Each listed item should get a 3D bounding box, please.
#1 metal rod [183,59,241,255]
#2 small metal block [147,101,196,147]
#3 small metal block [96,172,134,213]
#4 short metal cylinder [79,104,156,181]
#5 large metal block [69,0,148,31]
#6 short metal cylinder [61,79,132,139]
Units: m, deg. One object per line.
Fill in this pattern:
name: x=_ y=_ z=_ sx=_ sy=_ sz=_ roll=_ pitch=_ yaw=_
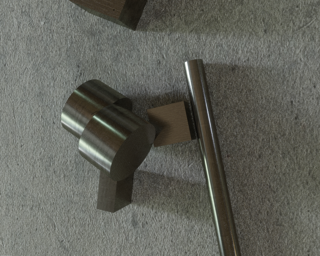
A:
metal rod: x=0.069 y=0.063 z=0.384 sx=0.025 sy=0.025 sz=0.298 roll=-12 pitch=86 yaw=19
small metal block: x=0.015 y=-0.005 z=0.404 sx=0.050 sy=0.025 sz=0.050 roll=-12 pitch=86 yaw=19
small metal block: x=-0.059 y=0.081 z=0.416 sx=0.025 sy=0.050 sz=0.050 roll=7 pitch=93 yaw=20
short metal cylinder: x=-0.050 y=0.017 z=0.377 sx=0.050 sy=0.080 sz=0.080 roll=32 pitch=101 yaw=22
large metal block: x=-0.062 y=-0.189 z=0.418 sx=0.080 sy=0.050 sz=0.080 roll=26 pitch=99 yaw=18
short metal cylinder: x=-0.081 y=-0.017 z=0.408 sx=0.050 sy=0.080 sz=0.080 roll=33 pitch=101 yaw=17
